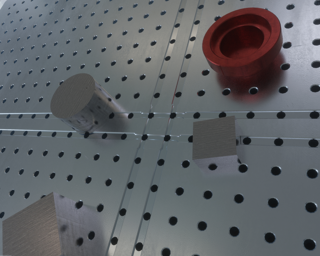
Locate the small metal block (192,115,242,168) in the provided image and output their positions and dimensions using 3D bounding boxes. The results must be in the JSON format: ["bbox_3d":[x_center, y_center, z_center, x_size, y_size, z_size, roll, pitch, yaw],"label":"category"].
[{"bbox_3d":[0.066,0.017,0.363,0.050,0.025,0.050,-9,58,23],"label":"small metal block"}]

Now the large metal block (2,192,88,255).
[{"bbox_3d":[-0.142,0.139,0.382,0.080,0.050,0.080,-31,52,8],"label":"large metal block"}]

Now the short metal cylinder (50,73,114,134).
[{"bbox_3d":[-0.119,-0.037,0.478,0.080,0.050,0.080,-13,56,21],"label":"short metal cylinder"}]

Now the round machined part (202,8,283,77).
[{"bbox_3d":[0.109,-0.106,0.405,0.098,0.042,0.098,-13,56,21],"label":"round machined part"}]
